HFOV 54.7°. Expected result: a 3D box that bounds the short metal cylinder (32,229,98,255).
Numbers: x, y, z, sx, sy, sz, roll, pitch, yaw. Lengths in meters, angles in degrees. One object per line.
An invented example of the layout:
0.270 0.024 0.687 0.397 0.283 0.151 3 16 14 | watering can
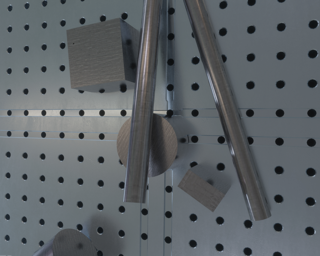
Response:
-0.132 0.189 0.430 0.050 0.080 0.080 -41 77 15 | short metal cylinder

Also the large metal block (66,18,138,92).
-0.076 -0.096 0.426 0.080 0.050 0.080 -6 88 19 | large metal block

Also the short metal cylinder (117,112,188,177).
-0.008 0.021 0.402 0.080 0.050 0.079 0 90 20 | short metal cylinder

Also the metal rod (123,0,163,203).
-0.017 -0.062 0.377 0.025 0.025 0.299 -1 74 20 | metal rod

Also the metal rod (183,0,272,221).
0.080 -0.036 0.384 0.025 0.025 0.298 -18 84 19 | metal rod

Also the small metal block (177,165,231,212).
0.055 0.072 0.380 0.050 0.050 0.025 34 101 16 | small metal block
